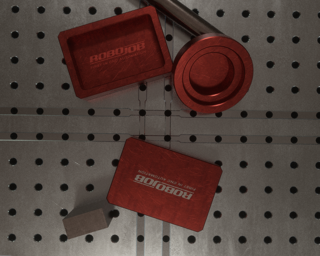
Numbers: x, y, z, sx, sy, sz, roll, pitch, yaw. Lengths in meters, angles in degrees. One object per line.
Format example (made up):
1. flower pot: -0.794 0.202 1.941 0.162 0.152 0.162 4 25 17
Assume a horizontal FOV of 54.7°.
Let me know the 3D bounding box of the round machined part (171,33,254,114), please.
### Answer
1. round machined part: 0.063 -0.071 0.393 0.099 0.042 0.097 -3 118 -5

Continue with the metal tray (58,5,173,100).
1. metal tray: -0.056 -0.097 0.410 0.131 0.030 0.090 -17 90 -1

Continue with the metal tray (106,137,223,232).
1. metal tray: 0.006 0.073 0.411 0.131 0.030 0.090 18 90 -1

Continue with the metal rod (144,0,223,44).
1. metal rod: -0.029 -0.192 0.412 0.301 0.025 0.025 36 90 -1

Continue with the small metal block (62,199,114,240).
1. small metal block: -0.091 0.116 0.400 0.050 0.050 0.025 -17 90 0
